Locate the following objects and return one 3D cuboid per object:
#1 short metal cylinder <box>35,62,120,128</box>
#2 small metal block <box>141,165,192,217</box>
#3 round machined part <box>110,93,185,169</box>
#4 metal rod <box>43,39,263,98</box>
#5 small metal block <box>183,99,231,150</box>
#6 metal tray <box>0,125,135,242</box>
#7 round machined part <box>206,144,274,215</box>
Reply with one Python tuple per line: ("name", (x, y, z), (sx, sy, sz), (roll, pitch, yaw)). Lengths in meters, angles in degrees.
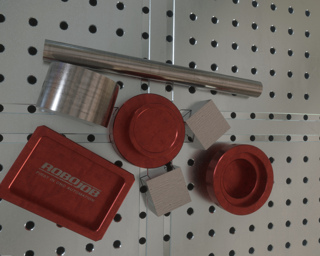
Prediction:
("short metal cylinder", (-0.091, -0.035, 0.349), (0.081, 0.080, 0.050), (19, 84, -19))
("small metal block", (0.008, 0.083, 0.416), (0.050, 0.025, 0.050), (-20, 97, -19))
("round machined part", (-0.012, 0.004, 0.398), (0.099, 0.042, 0.097), (1, 87, -20))
("metal rod", (0.005, -0.075, 0.414), (0.302, 0.025, 0.025), (7, 88, -20))
("small metal block", (0.063, -0.005, 0.436), (0.050, 0.025, 0.050), (-40, 103, -16))
("metal tray", (-0.108, 0.066, 0.370), (0.130, 0.030, 0.090), (32, 80, -17))
("round machined part", (0.109, 0.071, 0.444), (0.099, 0.042, 0.097), (0, 90, -20))
